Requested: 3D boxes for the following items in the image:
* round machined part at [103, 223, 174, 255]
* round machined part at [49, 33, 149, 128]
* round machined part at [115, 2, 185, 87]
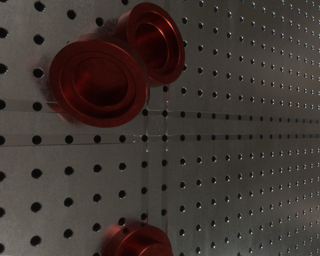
[{"bbox_3d":[-0.020,0.172,0.383,0.099,0.042,0.097,0,90,-40],"label":"round machined part"},{"bbox_3d":[-0.060,-0.052,0.325,0.098,0.098,0.042,54,23,-27],"label":"round machined part"},{"bbox_3d":[-0.016,-0.097,0.379,0.099,0.042,0.097,11,75,-46],"label":"round machined part"}]
